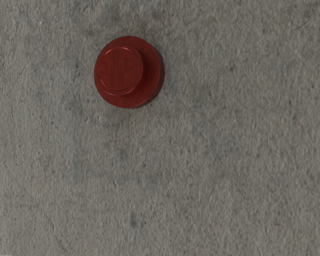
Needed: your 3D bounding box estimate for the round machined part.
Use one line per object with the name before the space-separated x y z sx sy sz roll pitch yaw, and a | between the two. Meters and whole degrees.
round machined part | -0.047 -0.075 0.415 0.098 0.042 0.097 0 90 19
